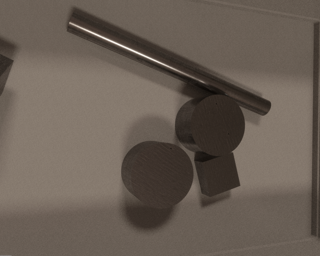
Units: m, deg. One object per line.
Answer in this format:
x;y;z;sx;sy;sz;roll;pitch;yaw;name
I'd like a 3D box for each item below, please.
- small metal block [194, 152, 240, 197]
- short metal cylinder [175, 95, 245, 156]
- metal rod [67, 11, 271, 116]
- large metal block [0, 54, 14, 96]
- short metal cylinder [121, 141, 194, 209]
0.082;0.065;0.442;0.050;0.025;0.050;-15;95;-20;small metal block
0.067;-0.004;0.424;0.081;0.050;0.079;0;90;-21;short metal cylinder
0.026;-0.079;0.421;0.302;0.025;0.025;20;83;-19;metal rod
-0.204;-0.047;0.299;0.080;0.080;0.050;26;125;-19;large metal block
-0.004;0.057;0.397;0.081;0.050;0.079;0;90;-21;short metal cylinder
